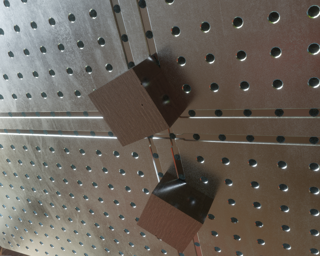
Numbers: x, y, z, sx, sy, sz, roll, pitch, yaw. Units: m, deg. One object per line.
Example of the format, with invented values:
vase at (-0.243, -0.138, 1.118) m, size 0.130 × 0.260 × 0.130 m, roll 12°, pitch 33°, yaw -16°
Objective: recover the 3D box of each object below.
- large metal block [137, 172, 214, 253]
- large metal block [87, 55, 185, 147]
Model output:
large metal block at (0.021, 0.126, 0.462) m, size 0.080 × 0.050 × 0.079 m, roll 30°, pitch 128°, yaw 9°
large metal block at (-0.029, -0.032, 0.391) m, size 0.080 × 0.050 × 0.080 m, roll -22°, pitch 107°, yaw 36°
